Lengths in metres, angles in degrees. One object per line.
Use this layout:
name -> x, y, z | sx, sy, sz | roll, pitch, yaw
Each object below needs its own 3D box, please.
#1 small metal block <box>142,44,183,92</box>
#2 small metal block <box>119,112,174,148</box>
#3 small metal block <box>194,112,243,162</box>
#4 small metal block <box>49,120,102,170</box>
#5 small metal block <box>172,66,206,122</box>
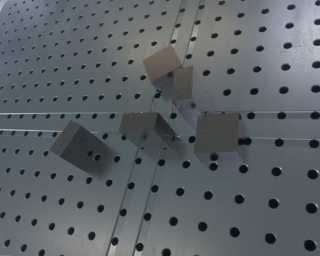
small metal block -> 0.007, -0.089, 0.460 | 0.050, 0.025, 0.050 | -28, 52, 10
small metal block -> -0.016, 0.004, 0.399 | 0.050, 0.050, 0.025 | -1, 61, 28
small metal block -> 0.070, 0.011, 0.365 | 0.050, 0.025, 0.050 | -4, 60, 26
small metal block -> -0.118, 0.025, 0.440 | 0.025, 0.050, 0.050 | 22, 74, 36
small metal block -> 0.039, -0.043, 0.399 | 0.025, 0.050, 0.050 | -8, 58, 24
